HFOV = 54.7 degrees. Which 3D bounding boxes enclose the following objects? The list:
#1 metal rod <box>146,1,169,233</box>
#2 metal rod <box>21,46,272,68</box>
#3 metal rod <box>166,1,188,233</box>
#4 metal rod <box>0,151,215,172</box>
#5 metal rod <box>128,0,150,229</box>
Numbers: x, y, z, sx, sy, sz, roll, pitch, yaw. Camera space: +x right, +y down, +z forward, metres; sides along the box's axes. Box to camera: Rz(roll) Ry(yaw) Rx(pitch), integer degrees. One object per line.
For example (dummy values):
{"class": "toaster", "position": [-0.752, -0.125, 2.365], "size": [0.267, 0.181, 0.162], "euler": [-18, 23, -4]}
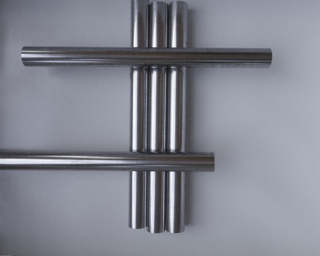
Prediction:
{"class": "metal rod", "position": [-0.003, -0.014, 0.410], "size": [0.025, 0.025, 0.298], "euler": [1, 90, 0]}
{"class": "metal rod", "position": [-0.016, -0.088, 0.385], "size": [0.302, 0.025, 0.025], "euler": [0, 90, 0]}
{"class": "metal rod", "position": [0.022, -0.014, 0.410], "size": [0.025, 0.025, 0.298], "euler": [1, 90, 0]}
{"class": "metal rod", "position": [-0.084, 0.042, 0.391], "size": [0.302, 0.025, 0.025], "euler": [0, 90, 7]}
{"class": "metal rod", "position": [-0.028, -0.019, 0.410], "size": [0.025, 0.025, 0.298], "euler": [1, 90, 0]}
